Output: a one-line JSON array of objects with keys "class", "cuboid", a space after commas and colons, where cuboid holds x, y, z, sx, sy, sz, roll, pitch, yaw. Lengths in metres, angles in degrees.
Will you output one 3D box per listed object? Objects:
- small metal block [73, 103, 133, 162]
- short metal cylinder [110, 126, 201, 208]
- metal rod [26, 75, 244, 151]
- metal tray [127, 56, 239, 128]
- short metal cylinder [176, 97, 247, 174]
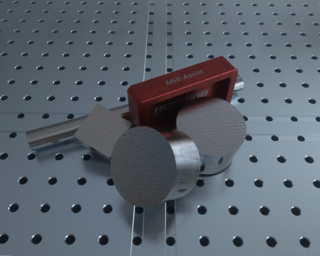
[{"class": "small metal block", "cuboid": [-0.069, 0.006, 0.381, 0.050, 0.025, 0.050, 32, 71, 1]}, {"class": "short metal cylinder", "cuboid": [-0.005, 0.039, 0.326, 0.080, 0.080, 0.050, 40, 19, 28]}, {"class": "metal rod", "cuboid": [-0.023, -0.026, 0.424, 0.302, 0.025, 0.025, -17, 52, -14]}, {"class": "metal tray", "cuboid": [0.028, -0.029, 0.385, 0.131, 0.089, 0.030, -21, 53, -17]}, {"class": "short metal cylinder", "cuboid": [0.057, 0.009, 0.373, 0.081, 0.050, 0.080, 2, 58, -4]}]
